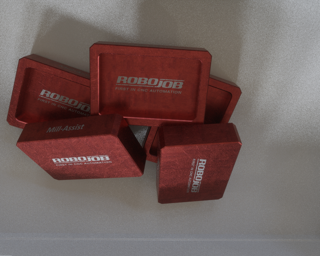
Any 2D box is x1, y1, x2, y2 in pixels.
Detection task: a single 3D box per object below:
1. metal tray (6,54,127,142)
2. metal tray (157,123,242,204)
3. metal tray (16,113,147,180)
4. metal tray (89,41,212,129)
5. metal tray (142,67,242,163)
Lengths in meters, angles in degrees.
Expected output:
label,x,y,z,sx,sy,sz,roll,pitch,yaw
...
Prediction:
label,x,y,z,sx,sy,sz,roll,pitch,yaw
metal tray,-0.116,-0.029,0.393,0.131,0.030,0.089,18,109,-7
metal tray,0.043,0.049,0.391,0.091,0.030,0.129,-3,139,-5
metal tray,-0.093,0.028,0.379,0.130,0.030,0.090,-5,141,18
metal tray,-0.012,-0.049,0.356,0.131,0.030,0.089,3,110,-2
metal tray,0.037,-0.009,0.404,0.091,0.030,0.129,18,109,-7
